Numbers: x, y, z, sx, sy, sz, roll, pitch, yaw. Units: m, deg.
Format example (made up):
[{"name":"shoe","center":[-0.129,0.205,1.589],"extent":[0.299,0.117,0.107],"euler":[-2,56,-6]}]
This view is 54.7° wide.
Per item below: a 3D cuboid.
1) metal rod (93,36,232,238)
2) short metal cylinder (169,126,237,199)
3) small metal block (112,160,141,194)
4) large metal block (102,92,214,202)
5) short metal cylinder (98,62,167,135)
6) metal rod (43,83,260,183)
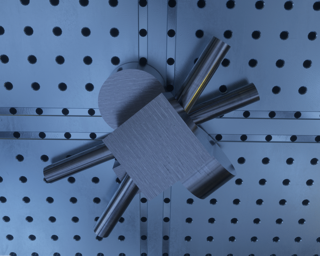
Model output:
[{"name":"metal rod","center":[-0.006,0.023,0.392],"extent":[0.025,0.025,0.298],"euler":[29,107,-10]},{"name":"short metal cylinder","center":[0.052,0.043,0.397],"extent":[0.050,0.080,0.080],"euler":[-41,105,14]},{"name":"small metal block","center":[-0.030,0.060,0.431],"extent":[0.050,0.025,0.050],"euler":[-27,108,9]},{"name":"large metal block","center":[0.000,0.018,0.335],"extent":[0.080,0.050,0.080],"euler":[-38,89,13]},{"name":"short metal cylinder","center":[-0.032,-0.037,0.382],"extent":[0.081,0.050,0.079],"euler":[0,110,0]},{"name":"metal rod","center":[-0.017,0.010,0.413],"extent":[0.301,0.025,0.025],"euler":[-22,109,7]}]
